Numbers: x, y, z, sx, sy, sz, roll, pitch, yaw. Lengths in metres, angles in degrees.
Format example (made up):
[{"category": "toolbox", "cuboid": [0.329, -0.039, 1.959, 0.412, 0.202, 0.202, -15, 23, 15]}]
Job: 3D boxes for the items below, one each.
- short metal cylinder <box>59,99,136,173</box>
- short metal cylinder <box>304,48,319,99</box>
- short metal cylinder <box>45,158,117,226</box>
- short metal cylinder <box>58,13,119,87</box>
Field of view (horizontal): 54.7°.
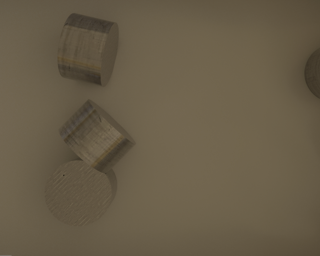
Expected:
[{"category": "short metal cylinder", "cuboid": [-0.076, 0.010, 0.383, 0.080, 0.080, 0.050, 44, 90, 0]}, {"category": "short metal cylinder", "cuboid": [0.239, -0.075, 0.400, 0.081, 0.050, 0.080, 0, 90, 0]}, {"category": "short metal cylinder", "cuboid": [-0.099, 0.079, 0.398, 0.081, 0.050, 0.080, 0, 90, 0]}, {"category": "short metal cylinder", "cuboid": [-0.086, -0.095, 0.383, 0.050, 0.080, 0.080, 13, 90, 0]}]
